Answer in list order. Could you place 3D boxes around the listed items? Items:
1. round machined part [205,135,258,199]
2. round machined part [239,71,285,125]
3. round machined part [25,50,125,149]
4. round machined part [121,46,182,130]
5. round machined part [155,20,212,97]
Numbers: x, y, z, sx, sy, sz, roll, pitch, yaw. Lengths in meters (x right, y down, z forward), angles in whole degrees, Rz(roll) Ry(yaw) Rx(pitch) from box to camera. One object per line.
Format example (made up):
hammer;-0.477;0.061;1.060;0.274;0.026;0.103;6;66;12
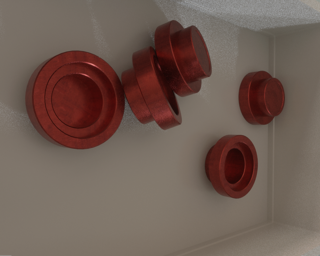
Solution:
round machined part;0.109;0.059;0.490;0.099;0.042;0.097;0;90;-40
round machined part;0.188;-0.054;0.557;0.099;0.042;0.097;0;90;-40
round machined part;-0.089;-0.028;0.322;0.099;0.042;0.097;0;90;-40
round machined part;-0.012;-0.043;0.366;0.098;0.042;0.098;-21;90;-78
round machined part;0.035;-0.093;0.401;0.098;0.042;0.098;42;40;-49
